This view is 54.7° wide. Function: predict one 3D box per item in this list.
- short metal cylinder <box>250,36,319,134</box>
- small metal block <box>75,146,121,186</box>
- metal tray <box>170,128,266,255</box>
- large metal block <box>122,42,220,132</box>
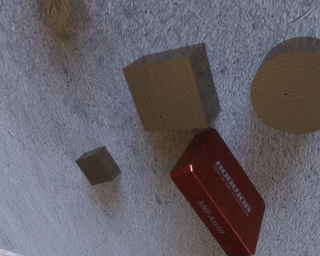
[{"bbox_3d":[0.132,-0.041,0.296,0.080,0.050,0.079,13,124,21],"label":"short metal cylinder"},{"bbox_3d":[-0.099,0.061,0.497,0.050,0.025,0.050,-20,108,35],"label":"small metal block"},{"bbox_3d":[0.075,0.076,0.372,0.030,0.090,0.130,-27,104,37],"label":"metal tray"},{"bbox_3d":[0.015,-0.045,0.355,0.080,0.050,0.080,-5,116,30],"label":"large metal block"}]
